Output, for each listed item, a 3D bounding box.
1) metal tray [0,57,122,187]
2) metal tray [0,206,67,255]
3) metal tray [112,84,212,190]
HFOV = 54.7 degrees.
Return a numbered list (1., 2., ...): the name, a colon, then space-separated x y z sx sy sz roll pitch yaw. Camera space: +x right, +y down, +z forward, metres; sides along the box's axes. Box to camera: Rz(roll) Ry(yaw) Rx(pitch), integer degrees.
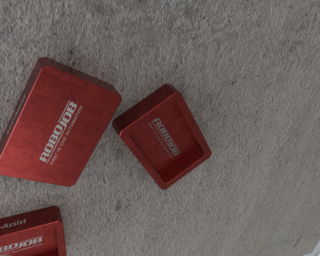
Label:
1. metal tray: -0.112 -0.001 0.342 0.091 0.030 0.129 20 107 -36
2. metal tray: -0.191 0.157 0.396 0.131 0.030 0.089 -9 123 -24
3. metal tray: 0.008 0.016 0.417 0.090 0.030 0.130 -36 129 -4
